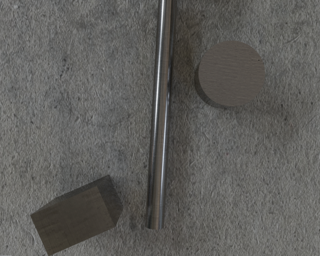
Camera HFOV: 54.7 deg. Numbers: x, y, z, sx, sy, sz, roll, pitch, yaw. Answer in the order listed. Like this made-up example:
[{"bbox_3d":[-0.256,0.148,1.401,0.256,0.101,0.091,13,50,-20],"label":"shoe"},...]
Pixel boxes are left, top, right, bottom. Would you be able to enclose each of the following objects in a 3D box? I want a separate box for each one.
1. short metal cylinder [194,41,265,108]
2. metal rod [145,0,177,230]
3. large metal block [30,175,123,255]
[{"bbox_3d":[0.087,-0.066,0.398,0.081,0.050,0.080,0,90,0],"label":"short metal cylinder"},{"bbox_3d":[0.002,-0.019,0.409,0.025,0.025,0.298,3,90,0],"label":"metal rod"},{"bbox_3d":[-0.096,0.103,0.382,0.080,0.080,0.050,-24,90,0],"label":"large metal block"}]
